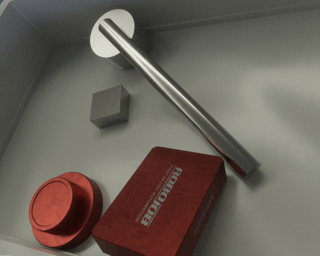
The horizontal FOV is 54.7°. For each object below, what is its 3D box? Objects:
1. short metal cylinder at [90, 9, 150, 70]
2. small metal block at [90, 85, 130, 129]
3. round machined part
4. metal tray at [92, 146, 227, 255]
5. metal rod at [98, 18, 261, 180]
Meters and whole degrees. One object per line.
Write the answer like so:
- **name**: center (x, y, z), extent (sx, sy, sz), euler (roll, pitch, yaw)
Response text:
- **short metal cylinder**: center (-0.063, -0.140, 0.494), extent (0.080, 0.050, 0.080), euler (-6, 75, 24)
- **small metal block**: center (-0.074, -0.032, 0.462), extent (0.050, 0.025, 0.050), euler (-14, 56, 20)
- **round machined part**: center (-0.127, 0.102, 0.397), extent (0.098, 0.042, 0.098), euler (-13, 56, 20)
- **metal tray**: center (0.004, 0.077, 0.321), extent (0.090, 0.030, 0.131), euler (7, 42, 31)
- **metal rod**: center (0.008, -0.053, 0.394), extent (0.025, 0.025, 0.300), euler (-42, 63, 0)
